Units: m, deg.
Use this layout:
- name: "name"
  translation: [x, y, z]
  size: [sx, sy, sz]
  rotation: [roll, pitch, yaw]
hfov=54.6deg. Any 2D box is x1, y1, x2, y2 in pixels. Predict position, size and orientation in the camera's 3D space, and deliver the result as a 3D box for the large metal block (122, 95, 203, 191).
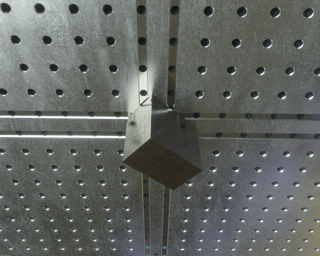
- name: "large metal block"
  translation: [0.003, 0.019, 0.391]
  size: [0.080, 0.080, 0.050]
  rotation: [34, 123, -26]
